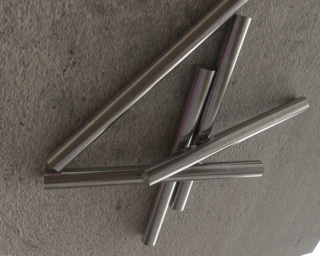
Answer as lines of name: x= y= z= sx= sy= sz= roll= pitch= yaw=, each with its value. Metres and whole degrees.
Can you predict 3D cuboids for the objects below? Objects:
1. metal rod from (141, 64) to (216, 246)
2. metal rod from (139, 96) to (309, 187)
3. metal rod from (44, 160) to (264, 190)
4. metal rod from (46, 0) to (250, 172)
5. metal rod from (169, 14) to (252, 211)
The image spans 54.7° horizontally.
metal rod: x=0.020 y=0.054 z=0.450 sx=0.025 sy=0.025 sz=0.298 roll=2 pitch=118 yaw=-30
metal rod: x=0.108 y=0.010 z=0.445 sx=0.302 sy=0.025 sz=0.025 roll=-22 pitch=127 yaw=-25
metal rod: x=0.005 y=0.061 z=0.418 sx=0.302 sy=0.025 sz=0.025 roll=0 pitch=119 yaw=-19
metal rod: x=-0.014 y=-0.058 z=0.362 sx=0.300 sy=0.025 sz=0.025 roll=-42 pitch=129 yaw=1
metal rod: x=0.063 y=-0.006 z=0.437 sx=0.025 sy=0.025 sz=0.298 roll=1 pitch=118 yaw=-29
